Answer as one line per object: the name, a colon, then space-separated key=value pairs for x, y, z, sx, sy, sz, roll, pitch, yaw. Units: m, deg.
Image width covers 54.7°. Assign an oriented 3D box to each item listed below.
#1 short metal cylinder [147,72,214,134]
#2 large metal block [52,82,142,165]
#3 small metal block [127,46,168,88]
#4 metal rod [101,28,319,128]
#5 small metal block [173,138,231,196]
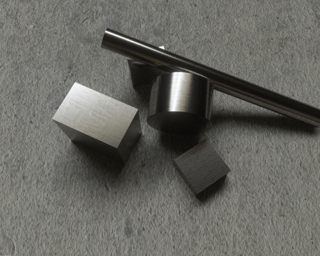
short metal cylinder: x=0.026 y=-0.028 z=0.390 sx=0.080 sy=0.080 sz=0.050 roll=5 pitch=70 yaw=1
large metal block: x=-0.071 y=-0.002 z=0.379 sx=0.080 sy=0.080 sz=0.050 roll=24 pitch=72 yaw=8
small metal block: x=-0.017 y=-0.083 z=0.425 sx=0.050 sy=0.050 sz=0.025 roll=-13 pitch=71 yaw=-5
metal rod: x=0.074 y=-0.061 z=0.396 sx=0.302 sy=0.025 sz=0.025 roll=19 pitch=71 yaw=-8
small metal block: x=0.052 y=0.050 z=0.391 sx=0.050 sy=0.025 sz=0.050 roll=-32 pitch=73 yaw=-11
